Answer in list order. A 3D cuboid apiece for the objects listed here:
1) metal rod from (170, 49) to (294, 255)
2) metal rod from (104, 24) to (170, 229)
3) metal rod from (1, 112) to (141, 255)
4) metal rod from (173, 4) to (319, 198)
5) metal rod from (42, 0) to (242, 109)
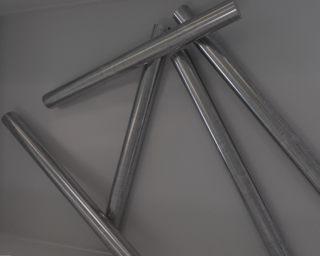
[{"bbox_3d":[0.089,0.038,0.378,0.025,0.025,0.299,-28,81,18],"label":"metal rod"},{"bbox_3d":[-0.035,0.010,0.422,0.025,0.025,0.298,17,96,19],"label":"metal rod"},{"bbox_3d":[-0.137,0.076,0.441,0.300,0.025,0.025,42,103,22],"label":"metal rod"},{"bbox_3d":[0.113,-0.032,0.370,0.025,0.025,0.299,-40,78,16],"label":"metal rod"},{"bbox_3d":[-0.043,-0.085,0.402,0.300,0.025,0.025,-19,84,27],"label":"metal rod"}]
